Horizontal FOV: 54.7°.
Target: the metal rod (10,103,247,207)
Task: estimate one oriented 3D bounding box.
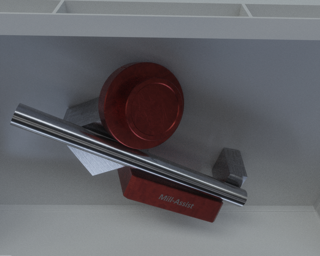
[{"bbox_3d":[-0.020,0.040,0.374,0.302,0.025,0.025,23,126,-19],"label":"metal rod"}]

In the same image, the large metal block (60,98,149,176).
[{"bbox_3d":[-0.067,0.008,0.396,0.080,0.050,0.080,-18,128,14],"label":"large metal block"}]

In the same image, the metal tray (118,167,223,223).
[{"bbox_3d":[0.011,0.080,0.428,0.131,0.090,0.030,20,100,-18],"label":"metal tray"}]

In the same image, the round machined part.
[{"bbox_3d":[-0.014,-0.023,0.342,0.099,0.042,0.097,-7,104,-28],"label":"round machined part"}]

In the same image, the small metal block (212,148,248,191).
[{"bbox_3d":[0.099,0.066,0.448,0.025,0.050,0.050,11,129,-10],"label":"small metal block"}]
